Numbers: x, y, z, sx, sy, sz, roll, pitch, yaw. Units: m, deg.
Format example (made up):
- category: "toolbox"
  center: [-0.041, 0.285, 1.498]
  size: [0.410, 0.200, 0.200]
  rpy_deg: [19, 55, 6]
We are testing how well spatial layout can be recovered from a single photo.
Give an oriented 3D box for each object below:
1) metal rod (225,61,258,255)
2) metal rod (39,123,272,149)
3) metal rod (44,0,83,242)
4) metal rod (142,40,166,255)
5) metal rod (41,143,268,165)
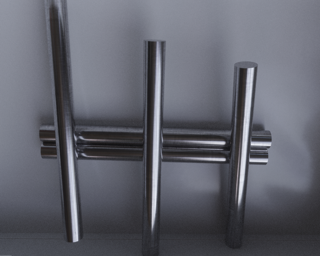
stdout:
- category: "metal rod"
  center: [0.104, 0.061, 0.410]
  size: [0.025, 0.025, 0.298]
  rpy_deg: [-4, 119, 1]
- category: "metal rod"
  center: [-0.005, 0.011, 0.414]
  size: [0.302, 0.025, 0.025]
  rpy_deg: [2, 110, -1]
- category: "metal rod"
  center: [-0.117, 0.000, 0.383]
  size: [0.025, 0.025, 0.298]
  rpy_deg: [-1, 102, 0]
- category: "metal rod"
  center: [-0.010, 0.041, 0.399]
  size: [0.025, 0.025, 0.298]
  rpy_deg: [1, 110, -1]
- category: "metal rod"
  center: [-0.006, 0.034, 0.423]
  size: [0.302, 0.025, 0.025]
  rpy_deg: [2, 110, -1]
